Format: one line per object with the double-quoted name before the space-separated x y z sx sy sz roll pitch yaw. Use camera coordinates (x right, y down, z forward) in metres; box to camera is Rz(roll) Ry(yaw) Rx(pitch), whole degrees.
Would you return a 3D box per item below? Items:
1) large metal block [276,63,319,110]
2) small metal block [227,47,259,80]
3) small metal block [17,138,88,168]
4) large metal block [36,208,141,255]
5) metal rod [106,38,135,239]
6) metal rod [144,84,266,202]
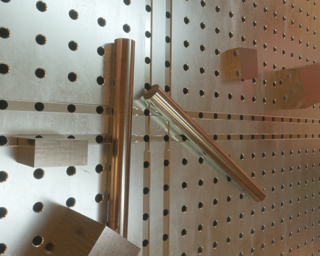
"large metal block" 0.287 -0.086 0.633 0.081 0.050 0.079 -18 102 -39
"small metal block" 0.141 -0.108 0.527 0.050 0.025 0.050 -7 95 -40
"small metal block" -0.106 0.023 0.304 0.050 0.050 0.025 3 89 -40
"large metal block" -0.079 0.135 0.308 0.050 0.080 0.080 46 62 -30
"metal rod" -0.048 0.045 0.368 0.025 0.025 0.298 4 88 -40
"metal rod" 0.084 0.038 0.479 0.300 0.025 0.025 42 65 -32
